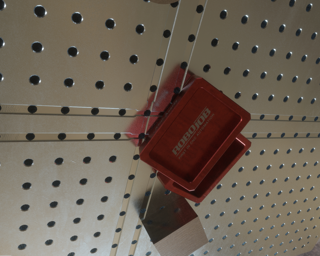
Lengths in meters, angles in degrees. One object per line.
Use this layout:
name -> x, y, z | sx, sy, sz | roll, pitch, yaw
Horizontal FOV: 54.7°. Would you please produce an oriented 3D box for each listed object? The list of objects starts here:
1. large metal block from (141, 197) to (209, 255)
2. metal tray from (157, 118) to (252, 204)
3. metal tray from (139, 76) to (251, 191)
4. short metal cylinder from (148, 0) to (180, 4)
large metal block -> 0.026, 0.173, 0.517 | 0.080, 0.050, 0.080 | -30, 129, -10
metal tray -> 0.069, 0.048, 0.475 | 0.090, 0.030, 0.130 | 33, 100, -39
metal tray -> 0.044, 0.008, 0.411 | 0.090, 0.030, 0.130 | 35, 98, -13
short metal cylinder -> -0.004, -0.163, 0.292 | 0.081, 0.050, 0.079 | -14, 124, -21
